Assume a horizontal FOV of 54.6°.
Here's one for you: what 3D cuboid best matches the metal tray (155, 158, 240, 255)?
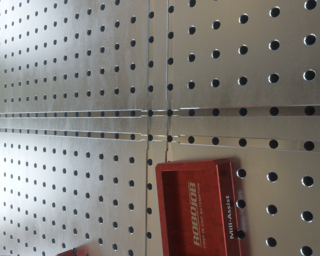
[{"bbox_3d":[0.043,0.104,0.371,0.090,0.030,0.129,-9,84,39],"label":"metal tray"}]

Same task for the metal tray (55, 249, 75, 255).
[{"bbox_3d":[-0.189,0.288,0.564,0.130,0.030,0.090,-39,66,33],"label":"metal tray"}]
